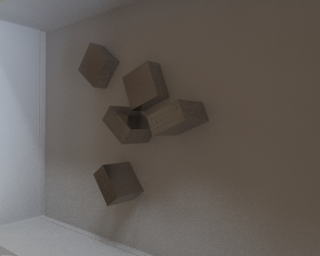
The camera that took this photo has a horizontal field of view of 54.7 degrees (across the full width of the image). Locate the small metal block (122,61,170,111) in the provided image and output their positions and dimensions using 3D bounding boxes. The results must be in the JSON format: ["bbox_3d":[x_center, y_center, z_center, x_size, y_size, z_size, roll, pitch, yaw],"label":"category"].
[{"bbox_3d":[-0.020,-0.056,0.421,0.050,0.025,0.050,-26,74,36],"label":"small metal block"}]

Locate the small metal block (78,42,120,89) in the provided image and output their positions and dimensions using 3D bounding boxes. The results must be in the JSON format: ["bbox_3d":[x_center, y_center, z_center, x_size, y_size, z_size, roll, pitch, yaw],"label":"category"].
[{"bbox_3d":[-0.096,-0.097,0.484,0.050,0.025,0.050,46,117,30],"label":"small metal block"}]

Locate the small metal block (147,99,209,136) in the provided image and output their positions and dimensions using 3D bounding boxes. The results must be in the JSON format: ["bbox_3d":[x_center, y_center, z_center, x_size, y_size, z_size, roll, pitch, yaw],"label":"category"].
[{"bbox_3d":[0.022,-0.011,0.371,0.050,0.050,0.025,-27,73,36],"label":"small metal block"}]

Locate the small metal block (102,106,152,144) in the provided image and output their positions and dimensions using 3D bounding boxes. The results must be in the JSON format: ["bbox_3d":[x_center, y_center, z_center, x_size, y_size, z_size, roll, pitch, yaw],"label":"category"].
[{"bbox_3d":[-0.042,-0.005,0.423,0.050,0.050,0.025,47,118,29],"label":"small metal block"}]

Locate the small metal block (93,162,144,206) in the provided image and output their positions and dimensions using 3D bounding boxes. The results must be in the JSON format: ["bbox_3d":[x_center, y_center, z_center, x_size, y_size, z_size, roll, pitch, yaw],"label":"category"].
[{"bbox_3d":[-0.058,0.077,0.436,0.025,0.050,0.050,-44,64,31],"label":"small metal block"}]
